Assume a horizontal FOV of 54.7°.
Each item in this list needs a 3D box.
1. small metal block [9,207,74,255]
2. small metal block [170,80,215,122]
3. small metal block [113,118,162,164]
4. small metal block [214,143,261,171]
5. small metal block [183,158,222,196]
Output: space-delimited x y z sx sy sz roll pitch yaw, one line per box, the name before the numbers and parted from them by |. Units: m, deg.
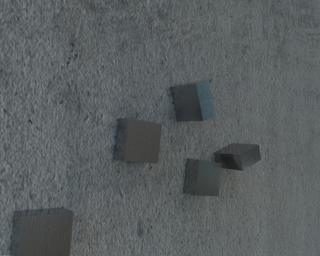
small metal block | -0.117 0.108 0.307 0.050 0.025 0.050 7 86 -40
small metal block | 0.044 -0.036 0.425 0.025 0.050 0.050 -21 104 -38
small metal block | -0.027 0.016 0.382 0.050 0.025 0.050 11 83 -40
small metal block | 0.123 0.045 0.491 0.050 0.050 0.025 -20 103 -38
small metal block | 0.063 0.073 0.457 0.050 0.025 0.050 12 82 -39
